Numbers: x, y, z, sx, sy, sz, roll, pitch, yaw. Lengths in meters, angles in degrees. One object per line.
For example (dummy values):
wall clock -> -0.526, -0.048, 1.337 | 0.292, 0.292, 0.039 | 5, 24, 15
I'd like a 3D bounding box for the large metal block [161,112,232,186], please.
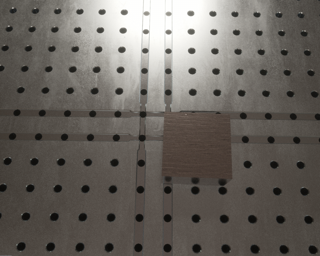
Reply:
large metal block -> 0.044, 0.027, 0.389 | 0.081, 0.050, 0.080 | 2, 70, 0
